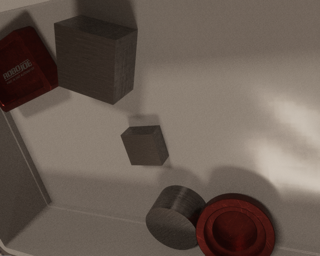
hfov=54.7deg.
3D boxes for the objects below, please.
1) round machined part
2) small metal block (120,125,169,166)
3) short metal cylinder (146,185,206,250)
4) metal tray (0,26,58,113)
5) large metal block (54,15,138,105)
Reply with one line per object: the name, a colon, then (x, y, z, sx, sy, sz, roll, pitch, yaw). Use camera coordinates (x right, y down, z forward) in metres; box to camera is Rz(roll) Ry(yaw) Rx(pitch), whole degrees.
round machined part: (0.099, 0.133, 0.412, 0.098, 0.042, 0.097, 2, 98, 15)
small metal block: (-0.021, 0.025, 0.434, 0.050, 0.025, 0.050, -3, 117, 29)
short metal cylinder: (0.026, 0.133, 0.460, 0.080, 0.050, 0.079, 13, 124, 20)
metal tray: (-0.214, -0.083, 0.463, 0.130, 0.030, 0.090, -16, 110, 34)
large metal block: (-0.077, -0.085, 0.379, 0.080, 0.050, 0.079, 20, 126, 16)
